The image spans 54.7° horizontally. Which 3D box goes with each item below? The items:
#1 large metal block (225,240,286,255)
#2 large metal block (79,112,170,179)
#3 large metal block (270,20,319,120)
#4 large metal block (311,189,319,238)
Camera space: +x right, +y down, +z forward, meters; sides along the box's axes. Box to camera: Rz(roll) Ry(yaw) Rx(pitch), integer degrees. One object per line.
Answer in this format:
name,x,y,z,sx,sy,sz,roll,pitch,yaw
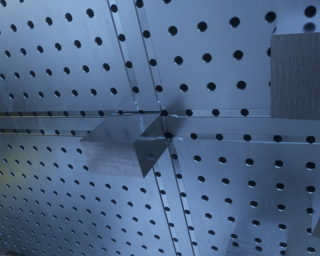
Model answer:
large metal block,0.141,0.220,0.456,0.080,0.050,0.080,1,119,27
large metal block,-0.044,0.020,0.409,0.080,0.080,0.050,1,119,27
large metal block,0.147,-0.054,0.284,0.080,0.050,0.079,4,120,26
large metal block,0.219,0.086,0.333,0.080,0.050,0.079,15,125,19
